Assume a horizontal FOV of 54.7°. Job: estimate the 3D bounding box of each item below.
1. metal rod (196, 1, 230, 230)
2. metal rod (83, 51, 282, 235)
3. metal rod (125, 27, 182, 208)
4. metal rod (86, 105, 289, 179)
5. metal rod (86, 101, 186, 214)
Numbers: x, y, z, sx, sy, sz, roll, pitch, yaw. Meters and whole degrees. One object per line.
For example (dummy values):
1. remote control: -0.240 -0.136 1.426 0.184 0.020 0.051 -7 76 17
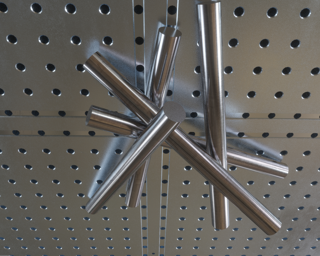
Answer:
1. metal rod: 0.068 0.006 0.376 0.025 0.025 0.298 -6 118 4
2. metal rod: 0.032 0.024 0.367 0.300 0.025 0.025 42 120 -8
3. metal rod: -0.017 0.010 0.420 0.025 0.025 0.298 8 130 -7
4. metal rod: 0.052 0.025 0.411 0.302 0.025 0.025 17 128 -23
5. metal rod: -0.050 0.059 0.414 0.025 0.025 0.298 20 142 -17
